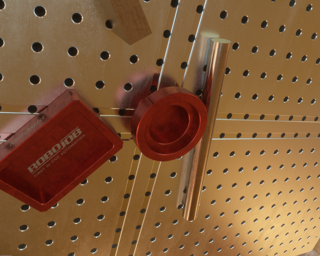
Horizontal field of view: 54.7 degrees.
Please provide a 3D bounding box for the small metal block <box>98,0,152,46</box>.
[{"bbox_3d":[-0.037,-0.115,0.303,0.025,0.050,0.050,-32,129,-8],"label":"small metal block"}]

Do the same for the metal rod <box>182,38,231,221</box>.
[{"bbox_3d":[0.063,0.021,0.458,0.025,0.025,0.298,-9,122,-24],"label":"metal rod"}]

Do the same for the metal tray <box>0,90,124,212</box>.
[{"bbox_3d":[-0.120,0.029,0.360,0.130,0.030,0.090,-40,130,-1],"label":"metal tray"}]

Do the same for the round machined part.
[{"bbox_3d":[0.008,-0.009,0.399,0.099,0.042,0.097,-14,124,-21],"label":"round machined part"}]
